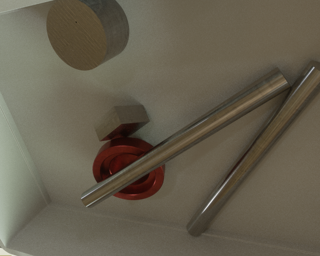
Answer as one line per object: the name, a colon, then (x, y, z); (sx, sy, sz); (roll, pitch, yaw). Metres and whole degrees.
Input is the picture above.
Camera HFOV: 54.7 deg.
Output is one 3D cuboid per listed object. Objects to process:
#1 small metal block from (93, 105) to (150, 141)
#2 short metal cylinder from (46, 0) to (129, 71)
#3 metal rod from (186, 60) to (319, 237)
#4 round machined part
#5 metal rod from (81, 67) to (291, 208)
small metal block: (-0.051, -0.007, 0.410); (0.050, 0.050, 0.025); (-35, 72, 38)
short metal cylinder: (-0.084, -0.114, 0.364); (0.080, 0.050, 0.079); (13, 124, 20)
metal rod: (0.103, 0.049, 0.384); (0.025, 0.025, 0.298); (31, 128, 7)
round machined part: (-0.041, 0.053, 0.438); (0.099, 0.042, 0.097); (3, 123, 5)
metal rod: (0.012, 0.025, 0.374); (0.299, 0.025, 0.025); (-34, 100, 24)
